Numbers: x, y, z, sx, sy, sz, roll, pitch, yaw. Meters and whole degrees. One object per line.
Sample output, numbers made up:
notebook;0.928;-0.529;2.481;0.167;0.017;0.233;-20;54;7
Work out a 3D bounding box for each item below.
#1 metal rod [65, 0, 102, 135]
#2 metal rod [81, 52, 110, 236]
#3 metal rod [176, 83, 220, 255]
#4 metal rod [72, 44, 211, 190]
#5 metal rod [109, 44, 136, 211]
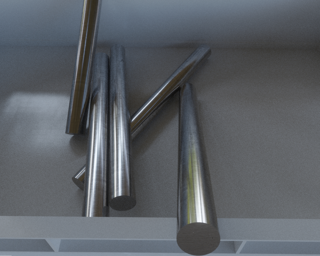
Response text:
metal rod;-0.097;-0.139;0.424;0.025;0.025;0.298;4;81;3
metal rod;-0.076;-0.010;0.387;0.025;0.025;0.300;-5;42;-5
metal rod;0.031;0.005;0.316;0.025;0.025;0.301;3;23;2
metal rod;-0.008;-0.032;0.431;0.025;0.025;0.301;27;55;20
metal rod;-0.052;-0.029;0.401;0.025;0.025;0.300;-5;42;-5
